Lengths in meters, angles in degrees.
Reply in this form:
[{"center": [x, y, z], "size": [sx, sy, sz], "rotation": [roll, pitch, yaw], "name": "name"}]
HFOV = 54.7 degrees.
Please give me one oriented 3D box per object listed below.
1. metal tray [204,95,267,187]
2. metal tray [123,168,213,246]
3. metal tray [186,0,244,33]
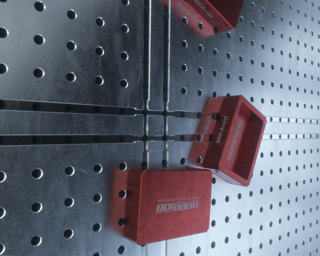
[{"center": [0.129, 0.022, 0.516], "size": [0.090, 0.030, 0.130], "rotation": [33, 70, -36], "name": "metal tray"}, {"center": [0.016, 0.101, 0.421], "size": [0.131, 0.030, 0.089], "rotation": [6, 86, -40], "name": "metal tray"}, {"center": [0.078, -0.221, 0.473], "size": [0.131, 0.030, 0.090], "rotation": [30, 71, -36], "name": "metal tray"}]
